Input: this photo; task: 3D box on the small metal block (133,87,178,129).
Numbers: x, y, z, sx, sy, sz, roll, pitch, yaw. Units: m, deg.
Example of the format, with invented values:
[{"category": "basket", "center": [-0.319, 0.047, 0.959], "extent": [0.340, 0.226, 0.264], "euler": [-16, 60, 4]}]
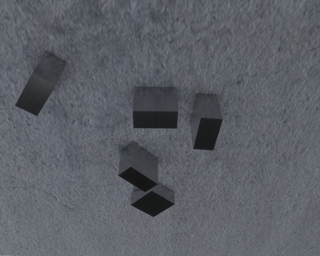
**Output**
[{"category": "small metal block", "center": [-0.005, -0.025, 0.369], "extent": [0.050, 0.050, 0.025], "euler": [0, 130, -1]}]

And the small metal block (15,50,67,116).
[{"category": "small metal block", "center": [-0.132, -0.050, 0.346], "extent": [0.025, 0.050, 0.050], "euler": [29, 124, -23]}]

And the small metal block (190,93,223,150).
[{"category": "small metal block", "center": [0.056, -0.008, 0.385], "extent": [0.025, 0.050, 0.050], "euler": [5, 130, -4]}]

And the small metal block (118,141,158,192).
[{"category": "small metal block", "center": [-0.029, 0.054, 0.437], "extent": [0.025, 0.050, 0.050], "euler": [-37, 122, 26]}]

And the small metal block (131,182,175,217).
[{"category": "small metal block", "center": [-0.012, 0.115, 0.505], "extent": [0.050, 0.025, 0.050], "euler": [36, 121, -27]}]
